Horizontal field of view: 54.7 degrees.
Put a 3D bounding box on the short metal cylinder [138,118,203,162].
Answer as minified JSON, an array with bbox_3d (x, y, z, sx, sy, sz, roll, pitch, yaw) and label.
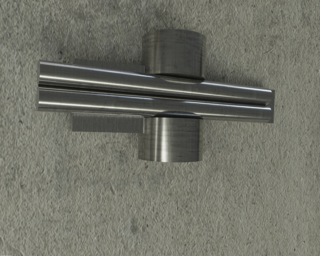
[{"bbox_3d":[0.013,0.014,0.386,0.081,0.080,0.050,2,90,-20],"label":"short metal cylinder"}]

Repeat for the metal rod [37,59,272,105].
[{"bbox_3d":[0.016,-0.049,0.369,0.303,0.025,0.025,2,90,-28],"label":"metal rod"}]

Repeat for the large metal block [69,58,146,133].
[{"bbox_3d":[-0.065,-0.035,0.373,0.081,0.050,0.080,2,90,-20],"label":"large metal block"}]

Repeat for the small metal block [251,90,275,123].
[{"bbox_3d":[0.142,-0.033,0.463,0.050,0.025,0.050,3,89,-20],"label":"small metal block"}]

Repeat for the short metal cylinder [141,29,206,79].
[{"bbox_3d":[0.017,-0.086,0.387,0.081,0.080,0.050,2,90,-20],"label":"short metal cylinder"}]

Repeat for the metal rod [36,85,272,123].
[{"bbox_3d":[0.016,-0.024,0.369,0.303,0.025,0.025,2,90,-28],"label":"metal rod"}]
